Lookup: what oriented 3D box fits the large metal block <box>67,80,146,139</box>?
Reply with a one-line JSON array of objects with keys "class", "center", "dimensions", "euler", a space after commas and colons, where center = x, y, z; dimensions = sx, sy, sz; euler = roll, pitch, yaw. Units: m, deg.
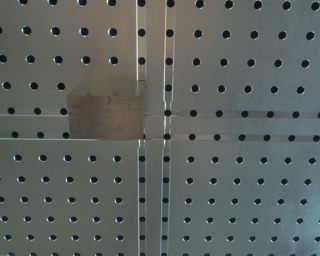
[{"class": "large metal block", "center": [-0.059, -0.025, 0.374], "dimensions": [0.081, 0.080, 0.050], "euler": [1, 110, -1]}]
